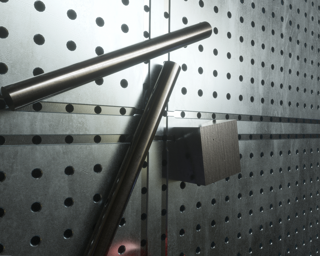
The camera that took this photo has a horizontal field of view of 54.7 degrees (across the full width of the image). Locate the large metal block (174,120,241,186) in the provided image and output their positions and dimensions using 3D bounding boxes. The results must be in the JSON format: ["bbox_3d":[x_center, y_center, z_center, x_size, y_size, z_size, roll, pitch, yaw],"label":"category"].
[{"bbox_3d":[0.071,0.032,0.455,0.081,0.050,0.079,-11,97,-40],"label":"large metal block"}]

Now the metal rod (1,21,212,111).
[{"bbox_3d":[-0.037,-0.088,0.379,0.302,0.025,0.025,-30,109,-36],"label":"metal rod"}]

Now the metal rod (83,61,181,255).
[{"bbox_3d":[-0.035,0.048,0.381,0.025,0.025,0.299,34,69,-35],"label":"metal rod"}]
